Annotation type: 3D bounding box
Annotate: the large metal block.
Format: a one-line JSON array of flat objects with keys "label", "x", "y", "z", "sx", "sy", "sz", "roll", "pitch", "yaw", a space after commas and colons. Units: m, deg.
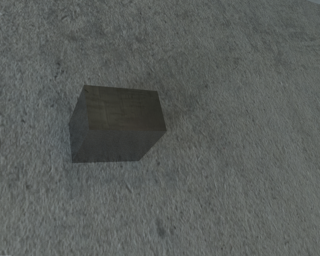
[{"label": "large metal block", "x": -0.050, "y": -0.001, "z": 0.342, "sx": 0.081, "sy": 0.080, "sz": 0.050, "roll": 1, "pitch": 61, "yaw": -28}]
